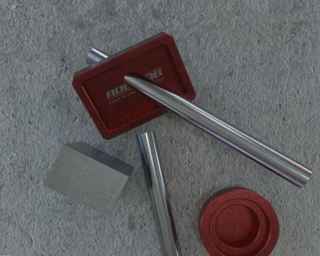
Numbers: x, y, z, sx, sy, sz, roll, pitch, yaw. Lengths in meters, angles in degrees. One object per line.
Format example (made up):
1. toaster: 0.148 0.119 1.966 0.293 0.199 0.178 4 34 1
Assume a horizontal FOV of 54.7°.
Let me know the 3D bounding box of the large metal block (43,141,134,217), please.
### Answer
1. large metal block: -0.082 0.058 0.381 0.080 0.080 0.050 26 90 -1

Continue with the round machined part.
1. round machined part: 0.099 0.125 0.403 0.099 0.042 0.097 0 90 -1

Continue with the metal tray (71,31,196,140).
1. metal tray: -0.031 -0.052 0.389 0.131 0.030 0.090 -26 115 -1

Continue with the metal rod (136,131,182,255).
1. metal rod: 0.013 0.152 0.410 0.025 0.025 0.298 -12 90 0

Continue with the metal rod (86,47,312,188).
1. metal rod: 0.036 -0.019 0.376 0.301 0.025 0.025 31 90 13
